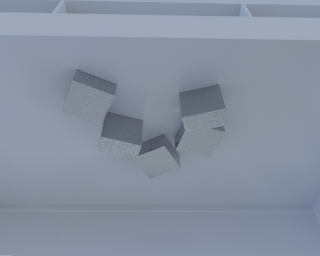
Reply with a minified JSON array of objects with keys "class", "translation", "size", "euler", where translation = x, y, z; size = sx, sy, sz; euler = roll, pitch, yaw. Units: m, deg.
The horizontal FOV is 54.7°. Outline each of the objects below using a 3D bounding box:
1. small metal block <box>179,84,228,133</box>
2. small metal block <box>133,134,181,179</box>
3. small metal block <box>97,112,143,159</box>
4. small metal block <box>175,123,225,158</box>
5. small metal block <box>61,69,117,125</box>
[{"class":"small metal block","translation":[0.052,-0.024,0.373],"size":[0.050,0.050,0.025],"euler":[-11,129,9]},{"class":"small metal block","translation":[-0.004,0.041,0.445],"size":[0.050,0.025,0.050],"euler":[-22,127,17]},{"class":"small metal block","translation":[-0.050,0.009,0.400],"size":[0.050,0.050,0.025],"euler":[14,129,-12]},{"class":"small metal block","translation":[0.052,0.009,0.418],"size":[0.050,0.025,0.050],"euler":[13,129,-12]},{"class":"small metal block","translation":[-0.086,-0.036,0.377],"size":[0.050,0.025,0.050],"euler":[20,127,-17]}]
